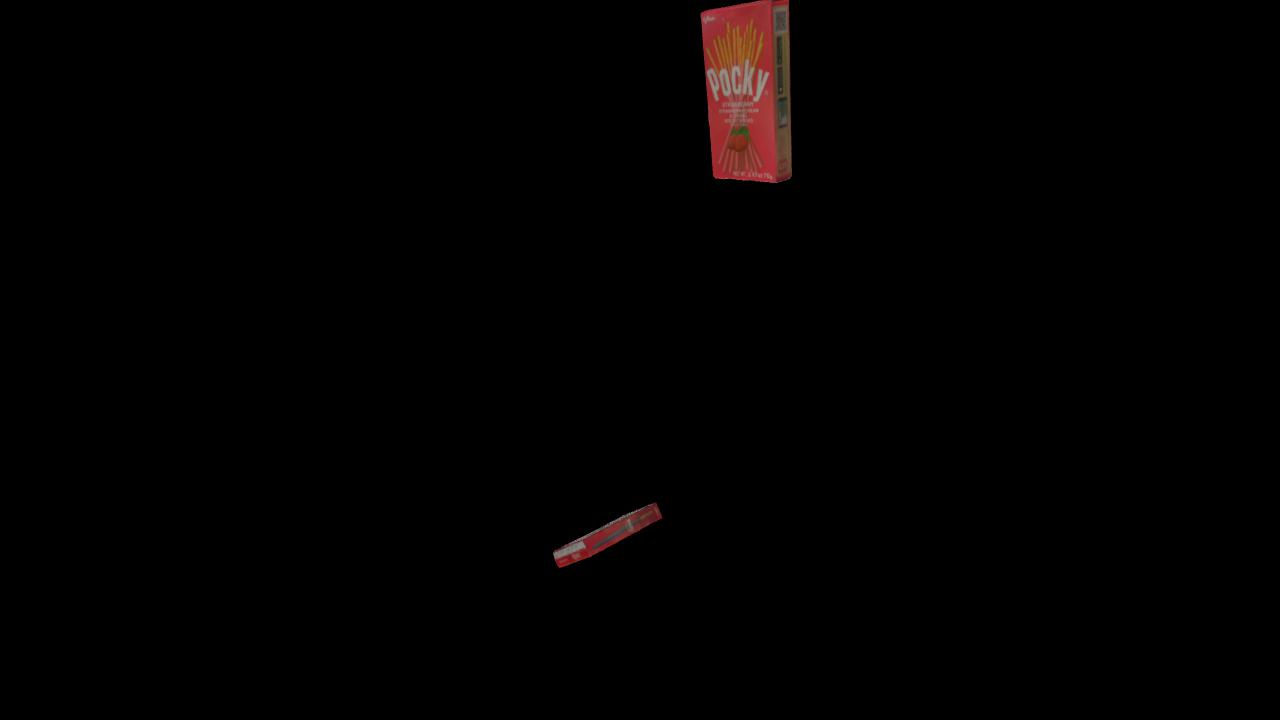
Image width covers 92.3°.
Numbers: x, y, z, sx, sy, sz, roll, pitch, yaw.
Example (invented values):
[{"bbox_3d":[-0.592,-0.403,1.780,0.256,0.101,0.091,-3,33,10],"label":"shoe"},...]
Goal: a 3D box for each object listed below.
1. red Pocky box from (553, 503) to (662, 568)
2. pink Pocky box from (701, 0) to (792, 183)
[{"bbox_3d":[-0.045,0.257,0.906,0.155,0.028,0.083,-14,-15,-46],"label":"red Pocky box"},{"bbox_3d":[0.101,-0.249,0.582,0.029,0.155,0.084,-28,33,-33],"label":"pink Pocky box"}]
